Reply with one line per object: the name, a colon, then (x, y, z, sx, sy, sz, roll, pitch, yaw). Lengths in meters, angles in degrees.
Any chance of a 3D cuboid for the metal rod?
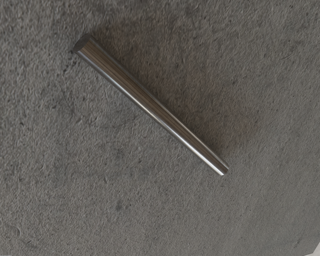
metal rod: (0.011, -0.010, 0.405, 0.025, 0.025, 0.301, -46, 129, 4)
